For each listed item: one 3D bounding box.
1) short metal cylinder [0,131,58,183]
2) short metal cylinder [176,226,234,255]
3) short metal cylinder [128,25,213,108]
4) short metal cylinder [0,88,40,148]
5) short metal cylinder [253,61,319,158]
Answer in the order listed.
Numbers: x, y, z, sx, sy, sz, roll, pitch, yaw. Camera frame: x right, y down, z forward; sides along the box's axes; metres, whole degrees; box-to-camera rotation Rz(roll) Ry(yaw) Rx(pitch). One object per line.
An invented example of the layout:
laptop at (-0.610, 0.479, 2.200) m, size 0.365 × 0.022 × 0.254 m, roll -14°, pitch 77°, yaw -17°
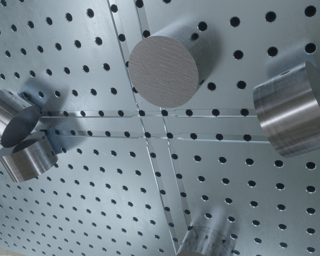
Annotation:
short metal cylinder at (-0.220, 0.047, 0.518) m, size 0.080 × 0.080 × 0.050 m, roll -6°, pitch 115°, yaw 31°
short metal cylinder at (0.069, 0.201, 0.482) m, size 0.080 × 0.050 × 0.079 m, roll 13°, pitch 124°, yaw 20°
short metal cylinder at (0.012, -0.069, 0.345) m, size 0.080 × 0.050 × 0.079 m, roll 13°, pitch 124°, yaw 20°
short metal cylinder at (-0.238, -0.015, 0.489) m, size 0.050 × 0.080 × 0.079 m, roll 34°, pitch 129°, yaw 6°
short metal cylinder at (0.133, -0.016, 0.295) m, size 0.050 × 0.080 × 0.080 m, roll -26°, pitch 104°, yaw 37°
